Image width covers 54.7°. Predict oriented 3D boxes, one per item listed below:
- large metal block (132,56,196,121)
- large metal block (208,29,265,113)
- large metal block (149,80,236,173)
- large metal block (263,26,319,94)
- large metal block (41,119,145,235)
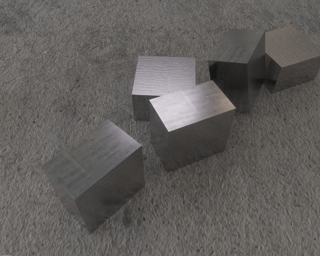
[{"bbox_3d":[0.007,-0.055,0.433,0.080,0.050,0.080,3,50,2],"label":"large metal block"},{"bbox_3d":[0.110,-0.080,0.429,0.050,0.080,0.080,12,50,28],"label":"large metal block"},{"bbox_3d":[0.035,-0.001,0.368,0.081,0.080,0.050,-19,53,-15],"label":"large metal block"},{"bbox_3d":[0.188,-0.107,0.478,0.081,0.050,0.080,-18,52,-15],"label":"large metal block"},{"bbox_3d":[-0.064,0.051,0.324,0.050,0.080,0.080,36,59,26],"label":"large metal block"}]
